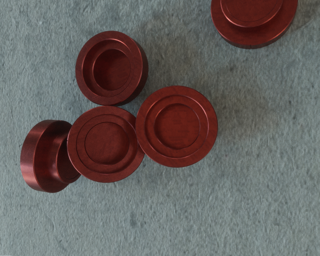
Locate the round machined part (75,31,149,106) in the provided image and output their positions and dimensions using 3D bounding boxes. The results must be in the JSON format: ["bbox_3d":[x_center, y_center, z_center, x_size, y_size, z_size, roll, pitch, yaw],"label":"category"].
[{"bbox_3d":[-0.061,-0.077,0.420,0.098,0.042,0.097,0,89,19],"label":"round machined part"}]

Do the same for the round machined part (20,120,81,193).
[{"bbox_3d":[-0.134,0.038,0.416,0.042,0.098,0.097,4,91,20],"label":"round machined part"}]

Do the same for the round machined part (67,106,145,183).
[{"bbox_3d":[-0.070,0.020,0.408,0.099,0.042,0.097,-1,92,-14],"label":"round machined part"}]

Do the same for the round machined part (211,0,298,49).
[{"bbox_3d":[0.108,-0.145,0.362,0.098,0.042,0.097,0,90,19],"label":"round machined part"}]

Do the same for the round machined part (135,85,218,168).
[{"bbox_3d":[0.022,-0.002,0.386,0.098,0.042,0.097,0,90,9],"label":"round machined part"}]
